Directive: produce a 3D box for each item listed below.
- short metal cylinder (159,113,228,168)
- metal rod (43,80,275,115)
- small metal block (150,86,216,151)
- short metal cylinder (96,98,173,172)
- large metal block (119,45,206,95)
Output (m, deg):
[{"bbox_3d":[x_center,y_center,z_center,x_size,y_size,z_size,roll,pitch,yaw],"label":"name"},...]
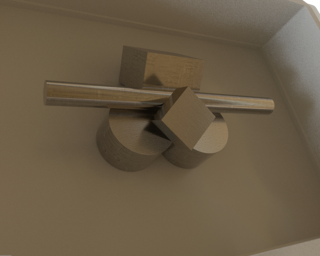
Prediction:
[{"bbox_3d":[0.042,0.007,0.408,0.081,0.050,0.080,14,56,-21],"label":"short metal cylinder"},{"bbox_3d":[0.021,-0.033,0.373,0.303,0.025,0.025,1,62,-28],"label":"metal rod"},{"bbox_3d":[0.027,-0.011,0.348,0.050,0.025,0.050,45,70,-21],"label":"small metal block"},{"bbox_3d":[-0.030,0.006,0.370,0.081,0.050,0.080,14,56,-21],"label":"short metal cylinder"},{"bbox_3d":[0.000,-0.074,0.408,0.081,0.050,0.080,1,18,-28],"label":"large metal block"}]
